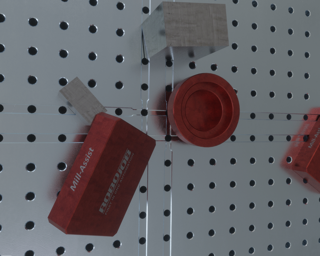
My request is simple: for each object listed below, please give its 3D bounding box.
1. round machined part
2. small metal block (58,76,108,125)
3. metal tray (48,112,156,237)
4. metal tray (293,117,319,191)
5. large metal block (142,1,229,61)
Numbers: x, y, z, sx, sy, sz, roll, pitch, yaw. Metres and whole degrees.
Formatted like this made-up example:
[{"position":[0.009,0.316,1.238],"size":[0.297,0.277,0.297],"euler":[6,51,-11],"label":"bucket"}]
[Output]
[{"position":[0.056,-0.024,0.424],"size":[0.099,0.042,0.097],"euler":[0,90,-20],"label":"round machined part"},{"position":[-0.093,-0.030,0.365],"size":[0.025,0.050,0.050],"euler":[-44,104,-15],"label":"small metal block"},{"position":[-0.061,0.057,0.361],"size":[0.090,0.030,0.130],"euler":[36,75,-56],"label":"metal tray"},{"position":[0.288,0.039,0.516],"size":[0.090,0.030,0.130],"euler":[37,78,-16],"label":"metal tray"},{"position":[0.029,-0.119,0.394],"size":[0.081,0.080,0.050],"euler":[-6,92,-20],"label":"large metal block"}]
